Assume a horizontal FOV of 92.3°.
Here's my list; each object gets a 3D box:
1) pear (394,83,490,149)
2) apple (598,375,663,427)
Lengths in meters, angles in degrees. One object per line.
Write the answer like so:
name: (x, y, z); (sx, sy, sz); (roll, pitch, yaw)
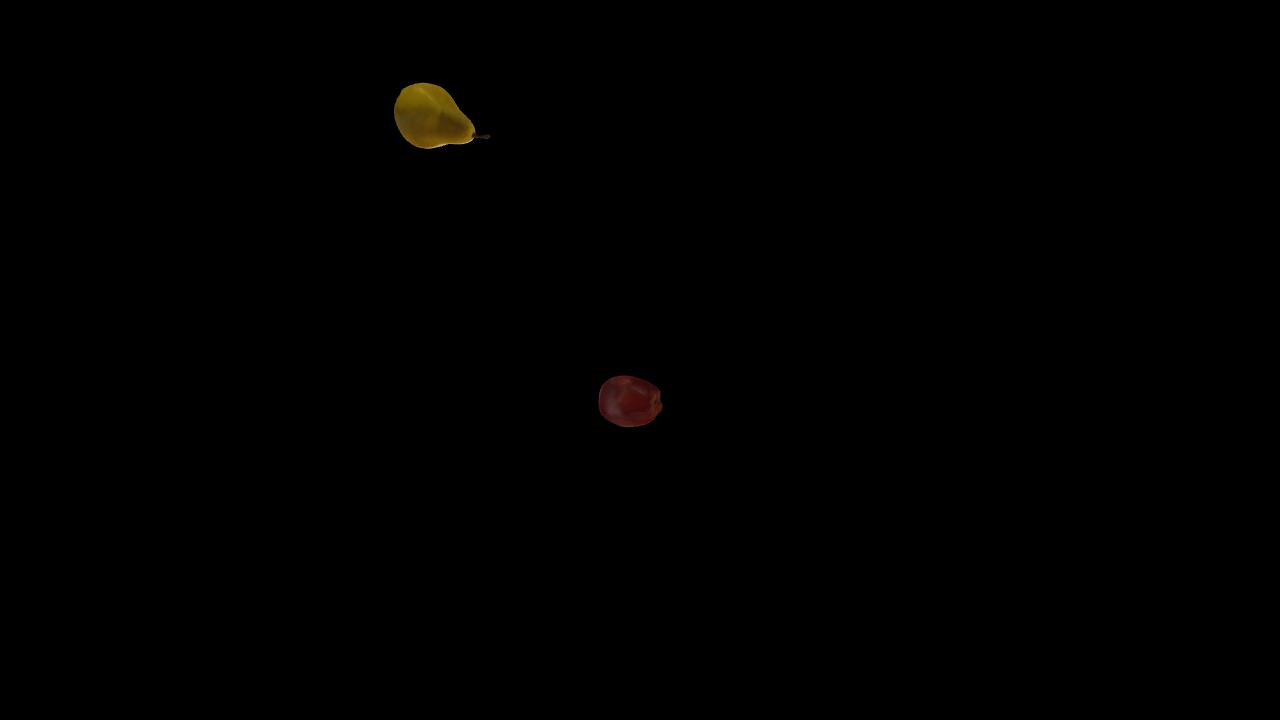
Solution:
pear: (-0.239, -0.285, 0.746); (0.111, 0.080, 0.080); (32, 6, 10)
apple: (-0.016, 0.059, 0.893); (0.093, 0.079, 0.079); (5, 3, 32)
